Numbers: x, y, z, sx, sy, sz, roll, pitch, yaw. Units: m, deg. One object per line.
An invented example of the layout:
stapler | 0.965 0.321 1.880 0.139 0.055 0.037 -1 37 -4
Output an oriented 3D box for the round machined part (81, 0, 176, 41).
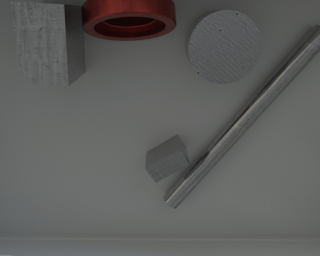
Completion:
round machined part | -0.033 -0.126 0.329 0.099 0.098 0.042 -4 91 1

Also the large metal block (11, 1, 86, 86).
large metal block | -0.119 -0.096 0.345 0.050 0.080 0.079 2 110 -1

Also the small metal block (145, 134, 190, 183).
small metal block | 0.009 0.040 0.413 0.050 0.050 0.025 -31 108 10

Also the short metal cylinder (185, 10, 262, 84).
short metal cylinder | 0.072 -0.096 0.364 0.081 0.050 0.079 0 110 -1

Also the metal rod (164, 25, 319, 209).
metal rod | 0.106 -0.004 0.411 0.025 0.025 0.299 35 106 -13
